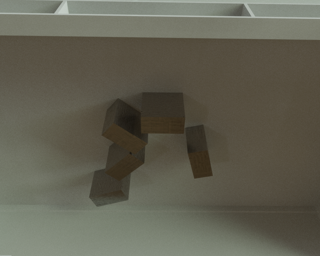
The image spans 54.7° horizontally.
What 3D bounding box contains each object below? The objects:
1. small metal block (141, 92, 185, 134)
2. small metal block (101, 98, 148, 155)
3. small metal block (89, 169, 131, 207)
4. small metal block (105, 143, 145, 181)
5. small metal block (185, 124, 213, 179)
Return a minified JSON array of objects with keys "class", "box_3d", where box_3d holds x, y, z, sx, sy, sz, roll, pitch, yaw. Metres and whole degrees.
[{"class":"small metal block","box_3d":[0.003,-0.019,0.376,0.050,0.050,0.025,1,130,-1]},{"class":"small metal block","box_3d":[-0.042,-0.002,0.390,0.050,0.050,0.025,33,123,-25]},{"class":"small metal block","box_3d":[-0.074,0.086,0.465,0.050,0.050,0.025,-15,129,12]},{"class":"small metal block","box_3d":[-0.047,0.036,0.423,0.025,0.050,0.050,37,121,-27]},{"class":"small metal block","box_3d":[0.053,0.032,0.420,0.025,0.050,0.050,-10,130,9]}]
